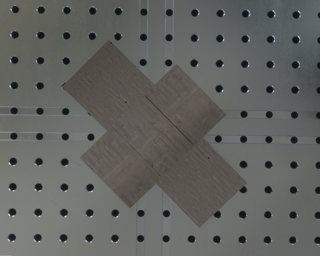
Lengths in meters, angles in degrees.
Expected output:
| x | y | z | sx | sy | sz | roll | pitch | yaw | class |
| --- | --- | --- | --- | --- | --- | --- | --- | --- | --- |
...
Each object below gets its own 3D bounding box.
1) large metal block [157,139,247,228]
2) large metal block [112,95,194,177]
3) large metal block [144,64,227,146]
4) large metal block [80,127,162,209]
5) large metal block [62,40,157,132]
| x | y | z | sx | sy | sz | roll | pitch | yaw | class |
| --- | --- | --- | --- | --- | --- | --- | --- | --- | --- |
| 0.050 | 0.065 | 0.402 | 0.080 | 0.050 | 0.080 | -44 | 91 | 1 | large metal block |
| -0.008 | 0.009 | 0.386 | 0.050 | 0.080 | 0.080 | -44 | 91 | 0 | large metal block |
| 0.028 | -0.026 | 0.387 | 0.050 | 0.080 | 0.080 | -44 | 91 | 0 | large metal block |
| -0.044 | 0.044 | 0.386 | 0.050 | 0.080 | 0.080 | -44 | 91 | 0 | large metal block |
| -0.061 | -0.050 | 0.397 | 0.080 | 0.050 | 0.080 | 45 | 91 | -1 | large metal block |
